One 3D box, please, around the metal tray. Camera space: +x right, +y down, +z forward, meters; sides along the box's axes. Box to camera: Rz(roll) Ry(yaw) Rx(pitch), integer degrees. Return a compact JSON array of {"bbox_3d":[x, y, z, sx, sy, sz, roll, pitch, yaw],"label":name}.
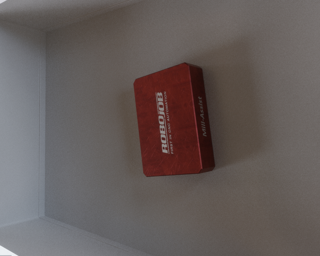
[{"bbox_3d":[0.015,-0.007,0.390,0.090,0.030,0.129,-11,83,39],"label":"metal tray"}]
